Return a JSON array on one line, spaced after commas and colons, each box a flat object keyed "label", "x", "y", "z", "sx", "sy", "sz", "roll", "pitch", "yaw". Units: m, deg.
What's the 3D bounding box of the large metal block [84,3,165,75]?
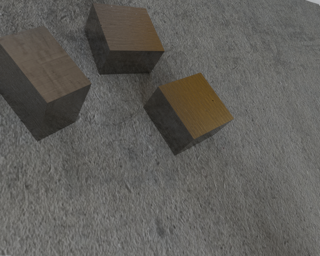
[{"label": "large metal block", "x": -0.052, "y": -0.123, "z": 0.435, "sx": 0.081, "sy": 0.050, "sz": 0.080, "roll": -8, "pitch": 66, "yaw": -32}]

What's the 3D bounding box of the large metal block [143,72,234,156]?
[{"label": "large metal block", "x": 0.038, "y": -0.021, "z": 0.421, "sx": 0.081, "sy": 0.050, "sz": 0.080, "roll": -24, "pitch": 75, "yaw": -36}]

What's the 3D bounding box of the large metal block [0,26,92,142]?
[{"label": "large metal block", "x": -0.126, "y": -0.045, "z": 0.328, "sx": 0.050, "sy": 0.080, "sz": 0.080, "roll": -34, "pitch": 81, "yaw": -38}]
